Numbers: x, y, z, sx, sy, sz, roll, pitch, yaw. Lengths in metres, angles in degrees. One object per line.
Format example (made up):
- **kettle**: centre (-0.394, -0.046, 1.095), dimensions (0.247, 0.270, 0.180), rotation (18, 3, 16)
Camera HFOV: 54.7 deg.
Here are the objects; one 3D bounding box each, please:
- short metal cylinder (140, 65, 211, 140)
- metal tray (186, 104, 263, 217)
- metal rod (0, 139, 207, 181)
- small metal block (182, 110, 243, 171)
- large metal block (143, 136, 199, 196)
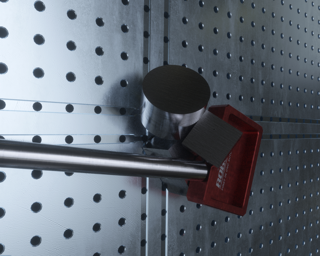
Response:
- **short metal cylinder**: centre (0.017, -0.032, 0.381), dimensions (0.080, 0.080, 0.050), rotation (-42, 159, -32)
- **metal tray**: centre (0.090, 0.044, 0.415), dimensions (0.090, 0.030, 0.130), rotation (26, 73, -37)
- **metal rod**: centre (-0.081, 0.031, 0.304), dimensions (0.302, 0.025, 0.025), rotation (9, 84, -29)
- **small metal block**: centre (0.062, 0.015, 0.369), dimensions (0.050, 0.050, 0.025), rotation (-53, 163, -7)
- **large metal block**: centre (0.036, 0.035, 0.424), dimensions (0.080, 0.050, 0.080), rotation (-43, 116, -32)
